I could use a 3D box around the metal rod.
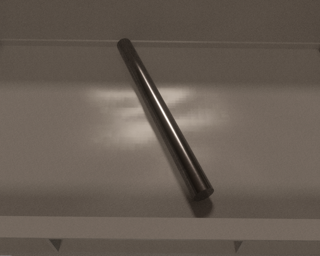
[{"bbox_3d":[-0.006,-0.033,0.432,0.025,0.025,0.300,-16,52,-14],"label":"metal rod"}]
